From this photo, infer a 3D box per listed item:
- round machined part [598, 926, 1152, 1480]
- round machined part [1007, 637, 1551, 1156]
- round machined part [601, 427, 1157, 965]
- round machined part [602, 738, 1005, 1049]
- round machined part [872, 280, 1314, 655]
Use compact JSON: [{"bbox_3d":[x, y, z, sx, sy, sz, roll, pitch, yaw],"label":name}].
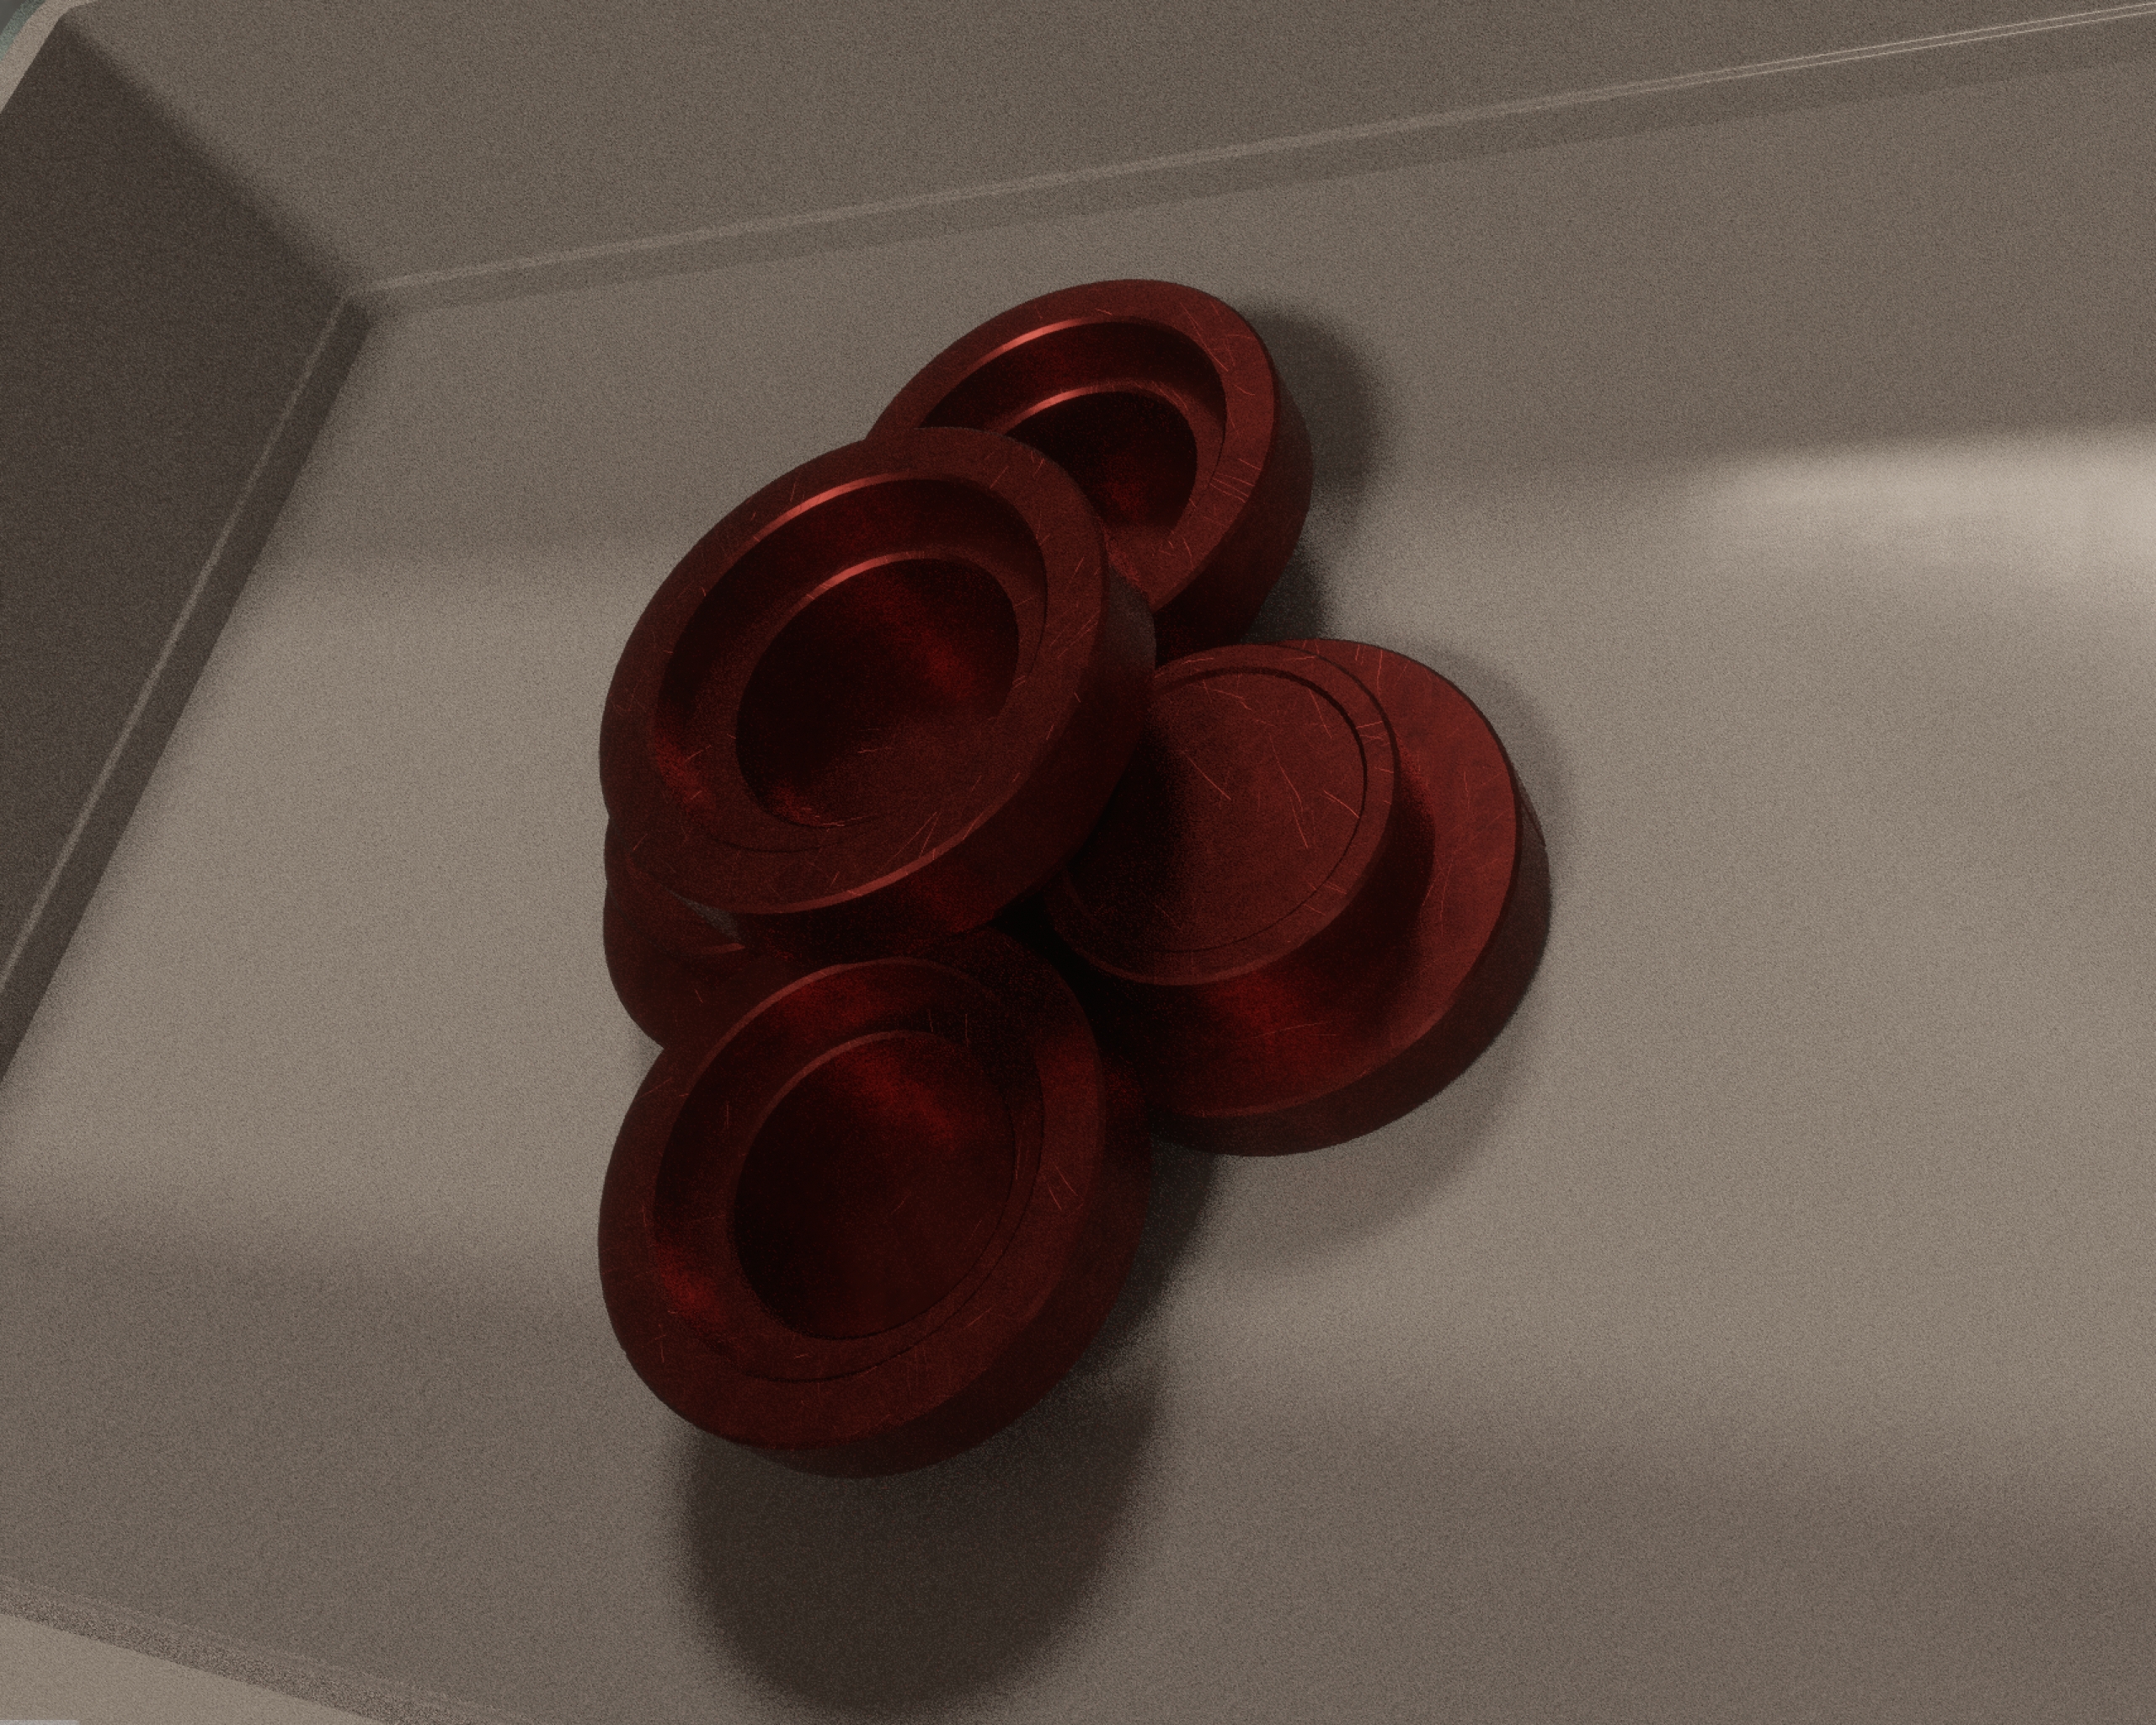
[{"bbox_3d":[-0.032,0.060,0.371,0.098,0.042,0.098,-13,56,20],"label":"round machined part"},{"bbox_3d":[0.031,0.000,0.375,0.098,0.042,0.098,-13,56,20],"label":"round machined part"},{"bbox_3d":[-0.031,-0.025,0.369,0.098,0.042,0.098,-13,56,20],"label":"round machined part"},{"bbox_3d":[-0.056,-0.003,0.422,0.098,0.042,0.098,-13,56,20],"label":"round machined part"},{"bbox_3d":[0.002,-0.069,0.432,0.098,0.042,0.098,-13,56,20],"label":"round machined part"}]
